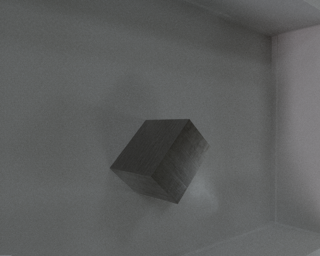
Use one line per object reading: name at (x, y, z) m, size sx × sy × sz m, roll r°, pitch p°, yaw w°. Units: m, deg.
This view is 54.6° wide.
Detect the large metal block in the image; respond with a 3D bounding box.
large metal block at (0.000, 0.036, 0.370) m, size 0.050 × 0.080 × 0.080 m, roll 50°, pitch 61°, yaw -28°
